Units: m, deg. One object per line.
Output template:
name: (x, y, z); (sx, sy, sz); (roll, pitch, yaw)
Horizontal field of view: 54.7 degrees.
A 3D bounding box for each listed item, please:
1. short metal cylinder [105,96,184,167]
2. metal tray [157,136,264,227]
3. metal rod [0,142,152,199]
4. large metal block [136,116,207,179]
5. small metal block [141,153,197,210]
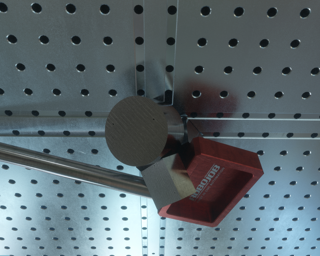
short metal cylinder: (-0.018, 0.004, 0.371); (0.080, 0.080, 0.050); (-28, 168, 21)
metal tray: (0.060, 0.076, 0.404); (0.091, 0.030, 0.129); (16, 128, -14)
metal rod: (-0.142, 0.049, 0.413); (0.302, 0.025, 0.025); (13, 130, 3)
large metal block: (0.025, 0.042, 0.430); (0.080, 0.050, 0.080); (-28, 125, 21)
small metal block: (0.009, 0.064, 0.371); (0.025, 0.050, 0.050); (-15, 164, -41)
